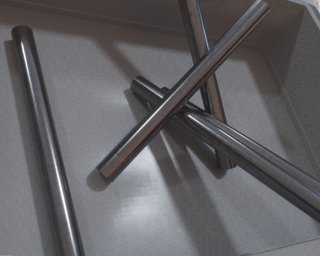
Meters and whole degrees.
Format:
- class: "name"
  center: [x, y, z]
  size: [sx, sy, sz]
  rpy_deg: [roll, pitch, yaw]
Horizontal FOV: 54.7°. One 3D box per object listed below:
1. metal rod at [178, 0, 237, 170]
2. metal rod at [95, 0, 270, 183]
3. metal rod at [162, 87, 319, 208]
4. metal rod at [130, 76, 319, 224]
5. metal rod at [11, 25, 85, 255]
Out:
- class: "metal rod"
  center: [0.057, -0.090, 0.415]
  size: [0.025, 0.025, 0.298]
  rpy_deg: [-18, 96, -35]
- class: "metal rod"
  center: [0.037, -0.054, 0.380]
  size: [0.025, 0.025, 0.301]
  rpy_deg: [43, 76, 0]
- class: "metal rod"
  center: [0.111, 0.029, 0.369]
  size: [0.300, 0.025, 0.025]
  rpy_deg: [35, 46, 28]
- class: "metal rod"
  center: [0.075, 0.018, 0.361]
  size: [0.300, 0.025, 0.025]
  rpy_deg: [37, 46, 27]
- class: "metal rod"
  center: [-0.123, 0.012, 0.332]
  size: [0.025, 0.025, 0.299]
  rpy_deg: [-7, 65, -32]
